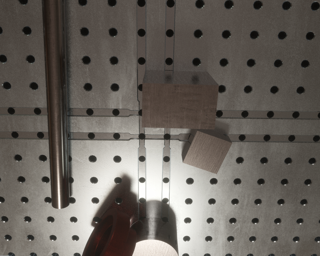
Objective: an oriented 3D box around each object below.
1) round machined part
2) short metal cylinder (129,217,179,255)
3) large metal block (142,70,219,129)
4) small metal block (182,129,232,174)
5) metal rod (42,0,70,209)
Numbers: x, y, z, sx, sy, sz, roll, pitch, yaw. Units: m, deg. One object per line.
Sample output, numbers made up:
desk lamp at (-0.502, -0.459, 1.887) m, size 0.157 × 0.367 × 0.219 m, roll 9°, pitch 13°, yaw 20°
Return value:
round machined part at (-0.068, 0.167, 0.436) m, size 0.042 × 0.098 × 0.098 m, roll 33°, pitch 107°, yaw -17°
short metal cylinder at (-0.013, 0.184, 0.468) m, size 0.081 × 0.050 × 0.079 m, roll 0°, pitch 110°, yaw -1°
large metal block at (0.021, -0.037, 0.371) m, size 0.081 × 0.080 × 0.050 m, roll 2°, pitch 110°, yaw -1°
small metal block at (0.063, 0.029, 0.425) m, size 0.050 × 0.025 × 0.050 m, roll 19°, pitch 109°, yaw -8°
metal rod at (-0.133, -0.029, 0.400) m, size 0.025 × 0.025 × 0.298 m, roll 4°, pitch 110°, yaw -2°
